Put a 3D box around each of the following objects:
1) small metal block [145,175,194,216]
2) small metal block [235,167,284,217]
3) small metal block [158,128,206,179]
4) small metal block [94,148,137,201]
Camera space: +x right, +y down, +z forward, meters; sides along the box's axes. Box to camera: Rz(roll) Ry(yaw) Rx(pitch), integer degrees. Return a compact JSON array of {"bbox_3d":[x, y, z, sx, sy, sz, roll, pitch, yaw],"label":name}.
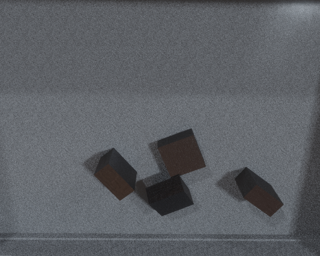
[{"bbox_3d":[0.014,0.096,0.435,0.050,0.025,0.050,-23,141,8],"label":"small metal block"},{"bbox_3d":[0.137,0.088,0.433,0.050,0.050,0.025,36,106,-13],"label":"small metal block"},{"bbox_3d":[0.029,0.035,0.425,0.050,0.025,0.050,-21,109,7],"label":"small metal block"},{"bbox_3d":[-0.059,0.062,0.420,0.025,0.050,0.050,-37,106,12],"label":"small metal block"}]
